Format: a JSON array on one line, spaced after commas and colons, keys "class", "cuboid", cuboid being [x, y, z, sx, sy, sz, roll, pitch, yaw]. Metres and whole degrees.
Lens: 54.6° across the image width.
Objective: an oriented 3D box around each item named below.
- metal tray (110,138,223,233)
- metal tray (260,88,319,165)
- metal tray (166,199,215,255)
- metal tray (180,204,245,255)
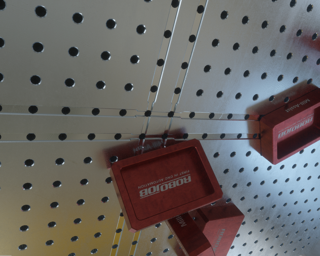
[{"class": "metal tray", "cuboid": [0.008, 0.074, 0.418, 0.131, 0.090, 0.030, -15, 160, -20]}, {"class": "metal tray", "cuboid": [0.236, -0.002, 0.533, 0.131, 0.030, 0.090, -26, 128, -13]}, {"class": "metal tray", "cuboid": [0.036, 0.152, 0.456, 0.030, 0.130, 0.090, -29, 128, -10]}, {"class": "metal tray", "cuboid": [0.098, 0.209, 0.590, 0.091, 0.030, 0.129, 1, 118, -29]}]
